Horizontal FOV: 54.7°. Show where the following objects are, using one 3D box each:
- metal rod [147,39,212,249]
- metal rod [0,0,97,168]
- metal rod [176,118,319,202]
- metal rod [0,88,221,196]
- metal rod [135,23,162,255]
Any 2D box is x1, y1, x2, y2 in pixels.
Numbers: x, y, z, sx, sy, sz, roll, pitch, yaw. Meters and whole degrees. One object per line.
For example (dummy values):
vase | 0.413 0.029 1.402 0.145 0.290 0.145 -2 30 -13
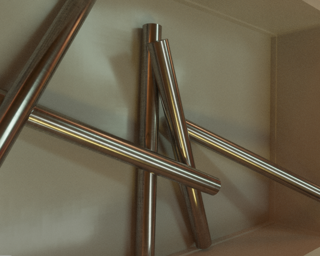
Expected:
metal rod | 0.031 0.035 0.412 0.025 0.025 0.298 -29 114 -36
metal rod | -0.111 -0.049 0.280 0.025 0.025 0.300 38 57 -33
metal rod | 0.149 0.055 0.468 0.301 0.025 0.025 25 73 -17
metal rod | -0.047 0.022 0.340 0.302 0.025 0.025 25 74 -29
metal rod | -0.015 0.019 0.393 0.025 0.025 0.298 3 88 -40
